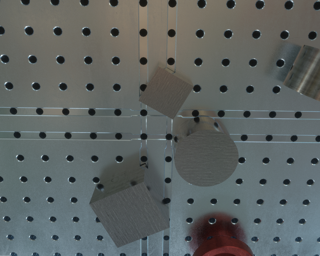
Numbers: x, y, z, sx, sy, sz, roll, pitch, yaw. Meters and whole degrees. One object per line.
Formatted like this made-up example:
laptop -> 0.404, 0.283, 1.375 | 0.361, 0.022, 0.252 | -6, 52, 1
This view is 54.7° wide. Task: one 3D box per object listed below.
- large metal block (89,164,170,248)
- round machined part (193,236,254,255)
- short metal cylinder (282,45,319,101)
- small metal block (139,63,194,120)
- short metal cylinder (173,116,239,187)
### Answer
large metal block -> -0.040, 0.110, 0.440 | 0.080, 0.050, 0.080 | -24, 109, 8
round machined part -> 0.097, 0.209, 0.482 | 0.099, 0.042, 0.097 | 0, 110, 0
short metal cylinder -> 0.194, -0.059, 0.364 | 0.080, 0.080, 0.050 | 19, 109, -7
small metal block -> 0.008, -0.047, 0.396 | 0.050, 0.025, 0.050 | 28, 108, -10
short metal cylinder -> 0.058, 0.030, 0.412 | 0.081, 0.050, 0.079 | 0, 111, 0
